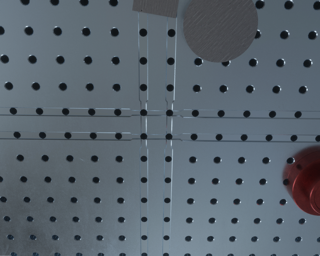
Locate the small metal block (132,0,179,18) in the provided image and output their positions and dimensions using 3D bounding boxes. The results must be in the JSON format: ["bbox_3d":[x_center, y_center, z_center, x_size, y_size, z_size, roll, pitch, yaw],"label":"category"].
[{"bbox_3d":[-0.002,-0.157,0.356,0.050,0.025,0.050,9,110,-4],"label":"small metal block"}]

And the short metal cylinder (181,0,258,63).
[{"bbox_3d":[0.065,-0.119,0.356,0.081,0.050,0.079,0,110,0],"label":"short metal cylinder"}]

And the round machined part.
[{"bbox_3d":[0.237,0.084,0.438,0.099,0.042,0.097,0,110,0],"label":"round machined part"}]
